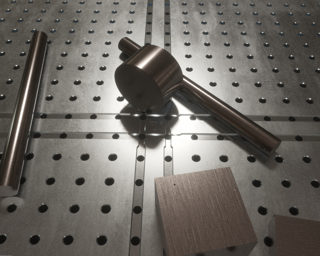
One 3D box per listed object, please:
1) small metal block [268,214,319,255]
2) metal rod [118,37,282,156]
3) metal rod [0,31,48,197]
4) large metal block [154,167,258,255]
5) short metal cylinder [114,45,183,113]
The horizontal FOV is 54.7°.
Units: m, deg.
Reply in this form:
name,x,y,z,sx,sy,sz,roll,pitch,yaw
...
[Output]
name,x,y,z,sx,sy,sz,roll,pitch,yaw
small metal block,0.138,0.119,0.310,0.050,0.025,0.050,8,50,6
metal rod,0.042,-0.059,0.457,0.025,0.025,0.300,-36,59,-26
metal rod,-0.190,-0.043,0.441,0.025,0.025,0.300,-5,50,-5
large metal block,0.041,0.092,0.315,0.081,0.050,0.080,-7,51,-7
short metal cylinder,-0.015,-0.067,0.428,0.080,0.080,0.050,27,55,20
